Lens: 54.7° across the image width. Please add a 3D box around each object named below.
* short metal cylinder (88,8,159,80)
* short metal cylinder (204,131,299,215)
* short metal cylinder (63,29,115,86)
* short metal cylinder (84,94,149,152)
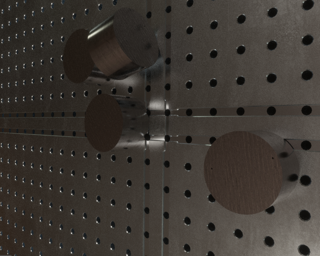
[{"bbox_3d":[-0.047,-0.110,0.411,0.050,0.081,0.080,-18,79,38],"label":"short metal cylinder"},{"bbox_3d":[0.093,0.043,0.316,0.080,0.050,0.079,0,90,39],"label":"short metal cylinder"},{"bbox_3d":[-0.104,-0.106,0.476,0.080,0.050,0.079,0,90,39],"label":"short metal cylinder"},{"bbox_3d":[-0.062,-0.007,0.442,0.080,0.050,0.079,0,90,39],"label":"short metal cylinder"}]
